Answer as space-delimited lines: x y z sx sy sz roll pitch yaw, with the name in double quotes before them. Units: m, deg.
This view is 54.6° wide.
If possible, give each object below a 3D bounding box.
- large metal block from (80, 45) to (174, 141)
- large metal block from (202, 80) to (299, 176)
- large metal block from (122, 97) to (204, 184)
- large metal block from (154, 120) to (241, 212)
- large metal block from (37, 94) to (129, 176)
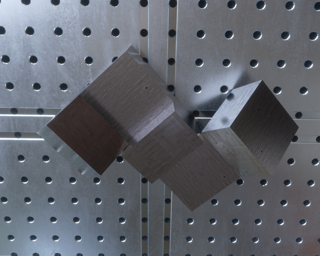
"large metal block" -0.040 -0.042 0.384 0.080 0.050 0.080 -39 106 14
"large metal block" 0.111 0.002 0.379 0.080 0.050 0.080 47 63 -16
"large metal block" 0.003 0.009 0.387 0.080 0.080 0.050 -40 107 13
"large metal block" 0.047 0.050 0.418 0.080 0.050 0.080 -39 104 13
"large metal block" -0.097 0.012 0.380 0.080 0.080 0.050 47 65 -15
